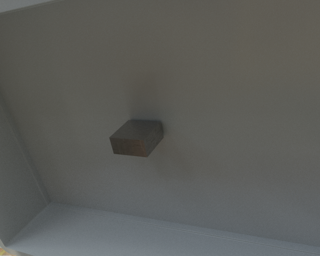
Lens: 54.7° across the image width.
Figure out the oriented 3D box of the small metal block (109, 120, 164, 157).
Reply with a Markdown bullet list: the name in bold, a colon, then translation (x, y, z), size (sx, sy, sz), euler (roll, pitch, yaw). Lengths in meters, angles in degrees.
- **small metal block**: translation (-0.030, 0.013, 0.410), size (0.050, 0.050, 0.025), euler (3, 120, 26)
